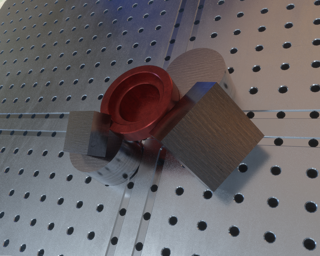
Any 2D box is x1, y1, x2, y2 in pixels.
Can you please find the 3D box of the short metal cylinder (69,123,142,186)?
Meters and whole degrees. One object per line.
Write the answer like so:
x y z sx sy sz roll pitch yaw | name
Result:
-0.071 0.030 0.411 0.080 0.050 0.080 -13 56 21 | short metal cylinder

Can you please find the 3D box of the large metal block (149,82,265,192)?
0.049 0.007 0.334 0.080 0.080 0.050 -47 17 -5 | large metal block

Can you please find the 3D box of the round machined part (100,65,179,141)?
-0.022 -0.027 0.387 0.098 0.042 0.098 -13 56 21 | round machined part

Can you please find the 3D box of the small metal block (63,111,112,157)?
-0.087 0.007 0.370 0.050 0.025 0.050 2 81 42 | small metal block

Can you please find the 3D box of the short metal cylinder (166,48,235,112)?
0.051 -0.056 0.399 0.080 0.050 0.080 -13 56 21 | short metal cylinder
